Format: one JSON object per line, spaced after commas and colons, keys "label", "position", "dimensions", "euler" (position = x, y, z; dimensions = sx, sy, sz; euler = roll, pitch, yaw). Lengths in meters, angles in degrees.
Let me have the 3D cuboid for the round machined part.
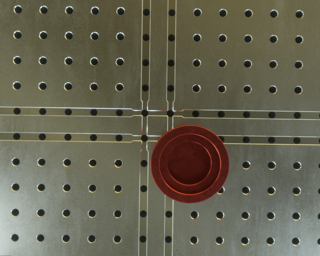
{"label": "round machined part", "position": [0.037, 0.045, 0.405], "dimensions": [0.099, 0.042, 0.097], "euler": [0, 90, 0]}
